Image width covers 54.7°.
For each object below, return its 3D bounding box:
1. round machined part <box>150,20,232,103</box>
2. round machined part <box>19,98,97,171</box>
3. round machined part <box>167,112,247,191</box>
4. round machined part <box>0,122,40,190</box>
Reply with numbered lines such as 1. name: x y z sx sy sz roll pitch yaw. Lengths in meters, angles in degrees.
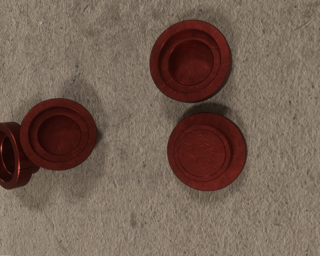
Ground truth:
1. round machined part: 0.040 -0.079 0.385 0.098 0.042 0.097 0 90 19
2. round machined part: -0.139 0.010 0.432 0.099 0.042 0.097 2 82 -14
3. round machined part: 0.055 0.029 0.380 0.098 0.042 0.097 0 90 19
4. round machined part: -0.213 0.039 0.462 0.098 0.042 0.097 6 100 39
